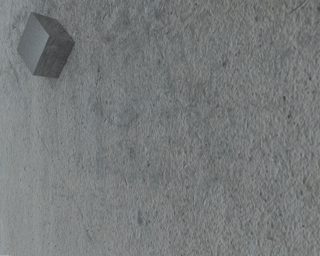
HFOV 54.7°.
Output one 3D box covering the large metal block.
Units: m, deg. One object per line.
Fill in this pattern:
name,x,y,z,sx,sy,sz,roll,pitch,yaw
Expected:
large metal block,-0.208,-0.148,0.561,0.080,0.050,0.080,50,119,28
